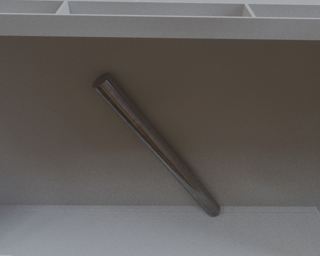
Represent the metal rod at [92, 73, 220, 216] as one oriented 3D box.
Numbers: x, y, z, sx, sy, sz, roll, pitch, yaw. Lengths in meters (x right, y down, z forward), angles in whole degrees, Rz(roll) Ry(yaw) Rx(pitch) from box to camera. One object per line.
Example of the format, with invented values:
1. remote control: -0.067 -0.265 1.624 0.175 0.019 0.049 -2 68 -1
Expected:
1. metal rod: 0.011 0.041 0.443 0.025 0.025 0.300 -26 126 20
